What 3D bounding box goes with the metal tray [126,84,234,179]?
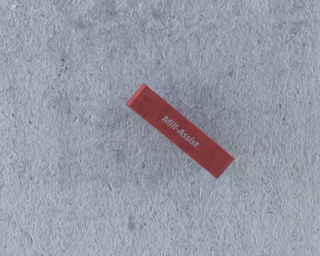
[{"bbox_3d":[0.022,0.003,0.379,0.130,0.090,0.030,39,90,-1],"label":"metal tray"}]
